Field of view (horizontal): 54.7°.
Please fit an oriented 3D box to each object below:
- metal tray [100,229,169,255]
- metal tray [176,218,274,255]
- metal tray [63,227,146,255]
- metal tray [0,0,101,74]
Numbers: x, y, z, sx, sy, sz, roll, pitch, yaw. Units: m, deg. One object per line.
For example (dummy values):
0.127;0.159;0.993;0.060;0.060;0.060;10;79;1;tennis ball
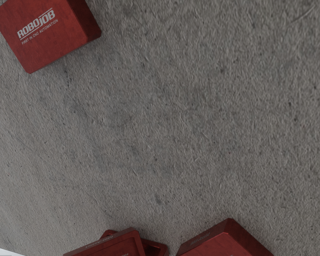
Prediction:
-0.060;0.234;0.540;0.130;0.090;0.030;6;123;25;metal tray
0.095;0.201;0.478;0.090;0.030;0.129;42;129;-1;metal tray
-0.088;0.234;0.519;0.030;0.131;0.090;158;95;-71;metal tray
-0.149;-0.133;0.400;0.130;0.030;0.090;-15;111;34;metal tray
